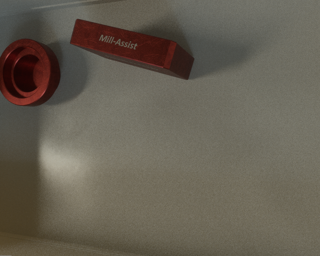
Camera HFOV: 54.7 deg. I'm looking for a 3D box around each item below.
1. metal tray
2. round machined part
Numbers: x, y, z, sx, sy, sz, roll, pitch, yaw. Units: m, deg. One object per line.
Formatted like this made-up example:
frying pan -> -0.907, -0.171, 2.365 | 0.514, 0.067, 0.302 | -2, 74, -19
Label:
metal tray -> -0.031, -0.096, 0.386 | 0.130, 0.090, 0.030 | 18, 96, 18
round machined part -> -0.192, -0.081, 0.467 | 0.098, 0.042, 0.097 | 0, 90, 19
